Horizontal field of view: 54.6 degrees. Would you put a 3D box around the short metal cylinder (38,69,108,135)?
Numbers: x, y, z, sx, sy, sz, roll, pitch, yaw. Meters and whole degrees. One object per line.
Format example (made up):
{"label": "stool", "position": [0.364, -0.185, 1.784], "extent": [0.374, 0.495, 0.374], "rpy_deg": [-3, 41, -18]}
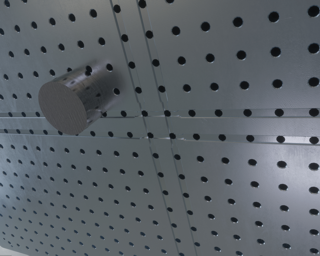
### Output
{"label": "short metal cylinder", "position": [-0.121, -0.037, 0.437], "extent": [0.080, 0.050, 0.080], "rpy_deg": [13, 124, 21]}
